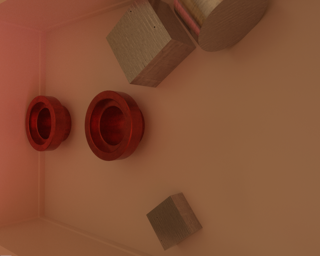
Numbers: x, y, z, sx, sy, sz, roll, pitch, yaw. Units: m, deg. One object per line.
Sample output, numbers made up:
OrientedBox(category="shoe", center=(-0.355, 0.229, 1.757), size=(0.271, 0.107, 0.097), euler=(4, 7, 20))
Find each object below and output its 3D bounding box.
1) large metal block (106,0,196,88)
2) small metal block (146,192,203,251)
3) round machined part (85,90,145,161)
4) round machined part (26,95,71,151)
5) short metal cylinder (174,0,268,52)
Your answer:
OrientedBox(category="large metal block", center=(-0.014, -0.110, 0.400), size=(0.080, 0.050, 0.080), euler=(-41, 65, 32))
OrientedBox(category="small metal block", center=(0.017, 0.118, 0.391), size=(0.050, 0.025, 0.050), euler=(-45, 63, 30))
OrientedBox(category="round machined part", center=(-0.060, -0.003, 0.443), size=(0.098, 0.042, 0.097), euler=(0, 90, 39))
OrientedBox(category="round machined part", center=(-0.196, -0.008, 0.554), size=(0.098, 0.042, 0.097), euler=(0, 90, 39))
OrientedBox(category="short metal cylinder", center=(0.061, -0.126, 0.319), size=(0.080, 0.081, 0.050), euler=(-44, 64, 31))
